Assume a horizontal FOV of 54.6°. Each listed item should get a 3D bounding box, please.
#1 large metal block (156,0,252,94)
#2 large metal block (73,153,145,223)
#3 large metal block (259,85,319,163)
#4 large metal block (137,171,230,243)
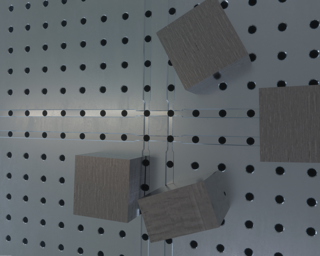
[{"bbox_3d":[0.055,-0.098,0.380,0.080,0.050,0.080,-29,81,18],"label":"large metal block"},{"bbox_3d":[-0.068,0.077,0.424,0.080,0.050,0.080,2,91,20],"label":"large metal block"},{"bbox_3d":[0.154,-0.004,0.345,0.080,0.050,0.080,-1,90,20],"label":"large metal block"},{"bbox_3d":[0.032,0.092,0.372,0.080,0.080,0.050,-20,84,19],"label":"large metal block"}]
